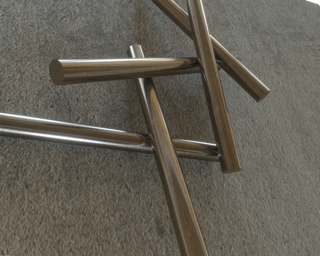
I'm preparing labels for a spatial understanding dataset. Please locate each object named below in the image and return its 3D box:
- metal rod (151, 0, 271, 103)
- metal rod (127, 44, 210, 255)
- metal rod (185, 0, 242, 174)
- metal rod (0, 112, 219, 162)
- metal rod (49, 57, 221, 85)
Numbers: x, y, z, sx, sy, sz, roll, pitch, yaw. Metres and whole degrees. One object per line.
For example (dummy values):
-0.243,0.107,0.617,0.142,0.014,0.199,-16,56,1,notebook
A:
0.058,-0.153,0.499,0.025,0.025,0.300,-27,68,-37,metal rod
-0.001,0.005,0.366,0.025,0.025,0.299,4,50,-26,metal rod
0.070,-0.084,0.444,0.025,0.025,0.299,3,66,-27,metal rod
-0.056,0.013,0.365,0.302,0.025,0.025,9,58,-24,metal rod
-0.002,-0.080,0.408,0.302,0.025,0.025,-16,70,-48,metal rod
